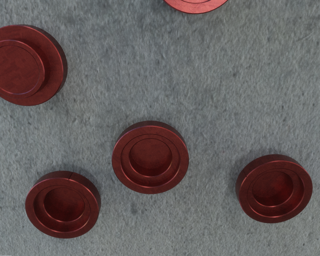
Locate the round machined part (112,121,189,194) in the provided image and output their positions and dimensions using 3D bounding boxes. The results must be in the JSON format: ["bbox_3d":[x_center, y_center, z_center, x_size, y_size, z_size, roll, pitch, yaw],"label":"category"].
[{"bbox_3d":[-0.012,0.036,0.414,0.099,0.042,0.097,0,110,-1],"label":"round machined part"}]

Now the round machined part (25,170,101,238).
[{"bbox_3d":[-0.132,0.103,0.437,0.099,0.042,0.097,0,110,-1],"label":"round machined part"}]

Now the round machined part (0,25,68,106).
[{"bbox_3d":[-0.166,-0.073,0.372,0.099,0.042,0.097,0,110,-1],"label":"round machined part"}]

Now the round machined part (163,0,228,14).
[{"bbox_3d":[0.038,-0.176,0.337,0.099,0.042,0.097,0,110,-1],"label":"round machined part"}]

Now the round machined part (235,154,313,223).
[{"bbox_3d":[0.154,0.080,0.433,0.099,0.042,0.097,0,110,-1],"label":"round machined part"}]
